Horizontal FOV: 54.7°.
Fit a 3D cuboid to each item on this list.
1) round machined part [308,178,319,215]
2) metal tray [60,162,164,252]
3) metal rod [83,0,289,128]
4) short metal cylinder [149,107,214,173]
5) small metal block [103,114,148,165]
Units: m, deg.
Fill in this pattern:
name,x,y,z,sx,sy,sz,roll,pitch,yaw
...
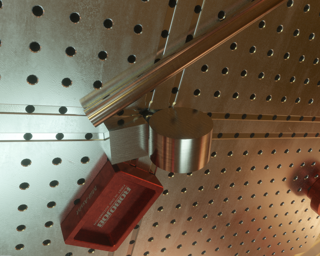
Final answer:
name,x,y,z,sx,sy,sz,roll,pitch,yaw
round machined part,0.379,0.149,0.704,0.099,0.042,0.097,-14,125,-21
metal tray,-0.067,0.114,0.443,0.090,0.030,0.130,29,102,-38
metal rod,0.042,-0.095,0.376,0.301,0.025,0.025,-34,129,-6
short metal cylinder,0.026,0.013,0.400,0.081,0.080,0.050,-13,124,-22
small metal block,-0.043,0.014,0.398,0.050,0.025,0.050,-13,124,-22
